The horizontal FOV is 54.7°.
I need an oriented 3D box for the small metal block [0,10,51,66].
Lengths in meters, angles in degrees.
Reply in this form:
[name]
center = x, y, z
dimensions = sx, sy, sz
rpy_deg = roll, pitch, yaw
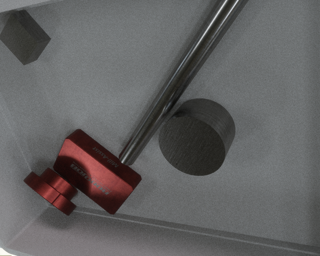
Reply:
[small metal block]
center = -0.187, -0.124, 0.428
dimensions = 0.050, 0.025, 0.050
rpy_deg = 49, 128, -7

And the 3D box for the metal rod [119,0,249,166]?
[metal rod]
center = 0.018, -0.049, 0.367
dimensions = 0.025, 0.025, 0.298
rpy_deg = 37, 129, 3

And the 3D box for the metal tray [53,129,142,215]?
[metal tray]
center = -0.104, 0.073, 0.503
dimensions = 0.130, 0.030, 0.089
rpy_deg = 37, 129, 2

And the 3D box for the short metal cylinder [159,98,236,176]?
[short metal cylinder]
center = 0.045, 0.011, 0.374
dimensions = 0.080, 0.050, 0.079
rpy_deg = 13, 124, 20

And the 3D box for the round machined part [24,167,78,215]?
[round machined part]
center = -0.183, 0.106, 0.538
dimensions = 0.098, 0.042, 0.098
rpy_deg = 33, 159, 15
